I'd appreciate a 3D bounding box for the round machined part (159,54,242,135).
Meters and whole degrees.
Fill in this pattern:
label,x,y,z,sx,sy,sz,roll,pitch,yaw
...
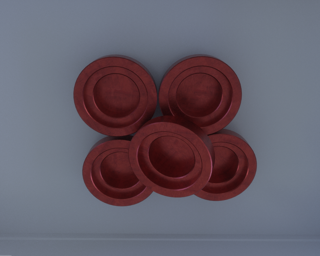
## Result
label,x,y,z,sx,sy,sz,roll,pitch,yaw
round machined part,0.048,-0.043,0.385,0.099,0.042,0.097,0,110,-1

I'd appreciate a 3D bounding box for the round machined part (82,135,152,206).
label,x,y,z,sx,sy,sz,roll,pitch,yaw
round machined part,-0.051,0.053,0.419,0.099,0.042,0.097,0,110,-1

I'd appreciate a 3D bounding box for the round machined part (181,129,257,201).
label,x,y,z,sx,sy,sz,roll,pitch,yaw
round machined part,0.076,0.046,0.418,0.099,0.042,0.097,0,110,-1

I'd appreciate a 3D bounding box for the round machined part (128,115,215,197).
label,x,y,z,sx,sy,sz,roll,pitch,yaw
round machined part,0.016,0.030,0.366,0.098,0.042,0.097,8,116,16

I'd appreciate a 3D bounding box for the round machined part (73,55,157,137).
label,x,y,z,sx,sy,sz,roll,pitch,yaw
round machined part,-0.053,-0.042,0.384,0.099,0.042,0.097,0,110,-1
